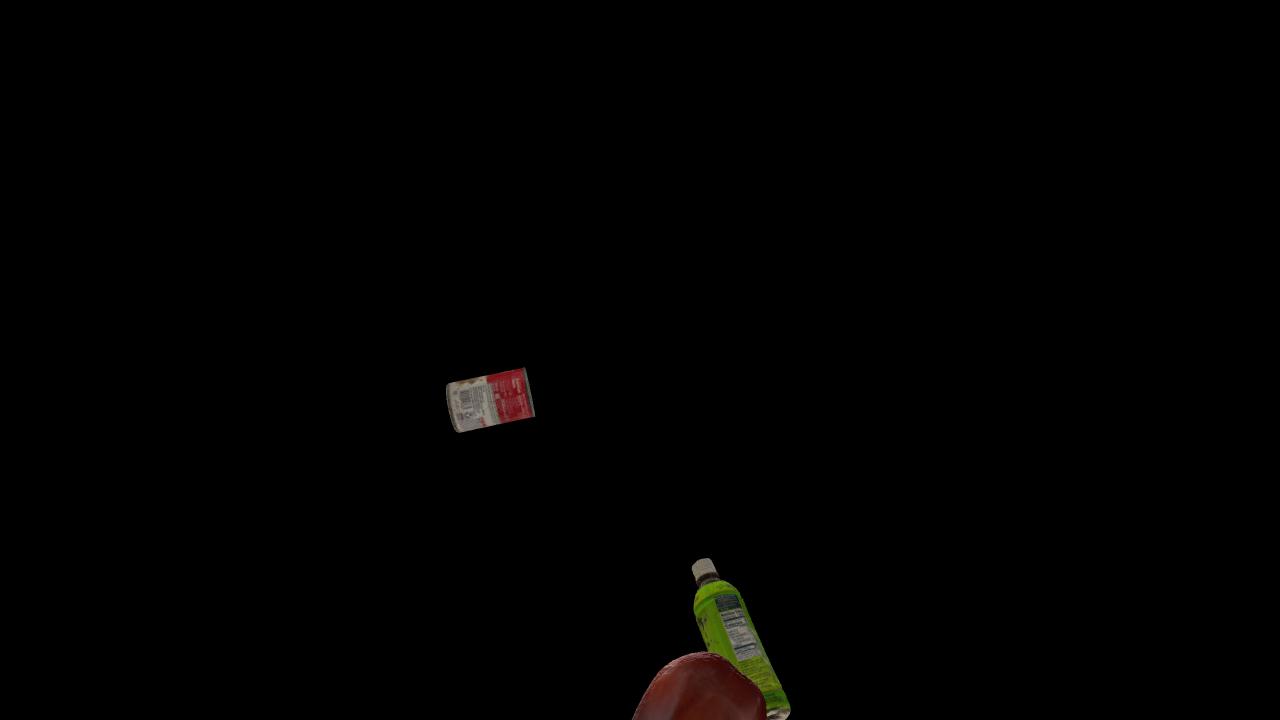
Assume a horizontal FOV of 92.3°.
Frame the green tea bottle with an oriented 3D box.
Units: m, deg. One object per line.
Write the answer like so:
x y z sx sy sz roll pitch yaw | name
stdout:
0.116 0.351 0.781 0.073 0.073 0.212 0 40 -19 | green tea bottle

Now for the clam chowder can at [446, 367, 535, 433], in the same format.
-0.193 0.052 0.801 0.102 0.068 0.068 -12 2 -9 | clam chowder can

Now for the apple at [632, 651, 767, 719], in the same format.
0.035 0.229 0.383 0.079 0.079 0.093 0 17 40 | apple
